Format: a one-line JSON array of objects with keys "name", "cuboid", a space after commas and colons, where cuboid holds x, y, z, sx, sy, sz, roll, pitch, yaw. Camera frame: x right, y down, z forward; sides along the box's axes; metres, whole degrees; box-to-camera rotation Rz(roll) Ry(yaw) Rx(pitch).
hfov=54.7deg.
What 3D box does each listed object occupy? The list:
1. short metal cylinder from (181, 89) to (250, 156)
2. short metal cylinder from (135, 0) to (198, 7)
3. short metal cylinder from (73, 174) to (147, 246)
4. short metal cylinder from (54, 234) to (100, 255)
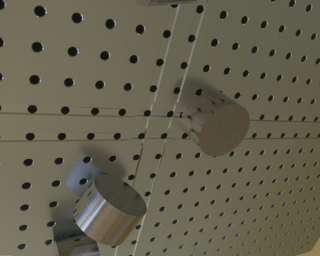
[{"name": "short metal cylinder", "cuboid": [0.077, -0.007, 0.432, 0.081, 0.050, 0.079, -14, 124, -21]}, {"name": "short metal cylinder", "cuboid": [0.005, -0.155, 0.282, 0.050, 0.080, 0.079, -13, 124, -21]}, {"name": "short metal cylinder", "cuboid": [-0.065, 0.105, 0.406, 0.080, 0.080, 0.050, 27, 103, -38]}, {"name": "short metal cylinder", "cuboid": [-0.115, 0.193, 0.432, 0.050, 0.080, 0.079, -6, 121, -26]}]
